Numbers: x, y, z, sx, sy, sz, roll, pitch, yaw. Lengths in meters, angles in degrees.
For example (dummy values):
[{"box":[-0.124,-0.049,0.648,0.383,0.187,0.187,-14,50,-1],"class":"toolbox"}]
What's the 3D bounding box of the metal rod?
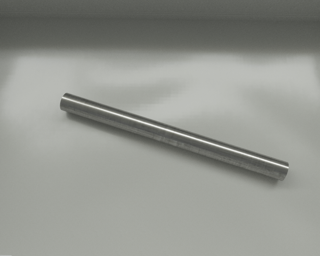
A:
[{"box":[0.014,0.009,0.405,0.301,0.025,0.025,18,71,6],"class":"metal rod"}]
